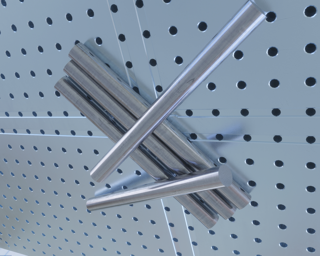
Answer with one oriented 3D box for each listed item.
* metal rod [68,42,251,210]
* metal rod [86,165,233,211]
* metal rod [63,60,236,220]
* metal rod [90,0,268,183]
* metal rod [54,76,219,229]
[{"bbox_3d":[0.001,-0.002,0.408,0.300,0.025,0.025,42,129,-2],"label":"metal rod"},{"bbox_3d":[-0.024,0.096,0.455,0.299,0.025,0.025,-23,106,45],"label":"metal rod"},{"bbox_3d":[-0.012,0.016,0.426,0.300,0.025,0.025,43,129,-2],"label":"metal rod"},{"bbox_3d":[0.002,-0.023,0.368,0.025,0.025,0.299,44,121,-2],"label":"metal rod"},{"bbox_3d":[-0.032,0.036,0.449,0.300,0.025,0.025,43,129,-2],"label":"metal rod"}]
